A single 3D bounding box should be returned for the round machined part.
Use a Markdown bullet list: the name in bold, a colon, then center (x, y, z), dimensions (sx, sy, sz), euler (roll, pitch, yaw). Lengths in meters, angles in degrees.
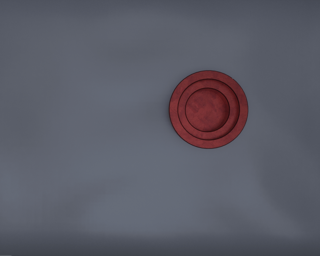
- **round machined part**: center (0.060, -0.023, 0.403), dimensions (0.099, 0.042, 0.097), euler (0, 90, 0)
